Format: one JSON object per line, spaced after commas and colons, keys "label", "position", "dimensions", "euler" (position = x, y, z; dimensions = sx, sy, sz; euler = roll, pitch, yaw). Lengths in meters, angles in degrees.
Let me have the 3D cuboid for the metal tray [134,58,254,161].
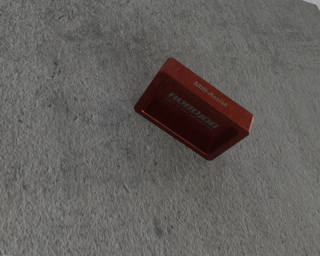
{"label": "metal tray", "position": [0.041, -0.019, 0.399], "dimensions": [0.130, 0.090, 0.030], "euler": [34, 51, -6]}
